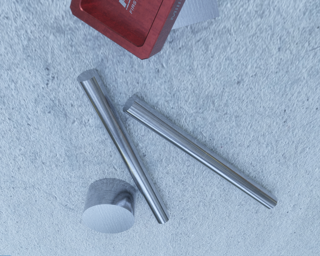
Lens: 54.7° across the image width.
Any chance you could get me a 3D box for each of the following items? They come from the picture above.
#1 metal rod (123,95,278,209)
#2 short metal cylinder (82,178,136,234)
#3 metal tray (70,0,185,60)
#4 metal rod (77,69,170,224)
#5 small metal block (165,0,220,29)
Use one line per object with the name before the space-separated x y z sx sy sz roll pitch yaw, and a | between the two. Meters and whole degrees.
metal rod | 0.073 0.046 0.447 0.301 0.025 0.025 35 122 -26
short metal cylinder | -0.080 0.125 0.497 0.081 0.050 0.079 0 130 0
metal tray | -0.018 -0.136 0.263 0.090 0.030 0.129 34 126 5
metal rod | -0.039 0.048 0.447 0.025 0.025 0.299 -14 129 11
small metal block | 0.027 -0.129 0.298 0.050 0.025 0.050 -13 129 10
